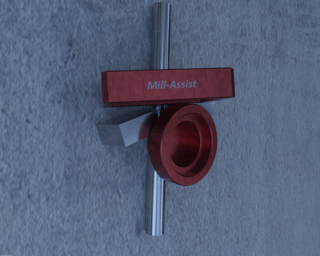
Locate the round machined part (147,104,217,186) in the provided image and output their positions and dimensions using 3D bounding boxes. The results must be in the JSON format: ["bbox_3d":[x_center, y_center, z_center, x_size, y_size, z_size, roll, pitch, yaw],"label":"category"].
[{"bbox_3d":[0.024,0.019,0.381,0.099,0.042,0.097,-4,96,-42],"label":"round machined part"}]

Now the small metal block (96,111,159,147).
[{"bbox_3d":[-0.038,0.000,0.360,0.050,0.050,0.025,-25,106,-38],"label":"small metal block"}]

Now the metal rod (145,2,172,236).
[{"bbox_3d":[-0.002,-0.013,0.407,0.025,0.025,0.298,3,88,-40],"label":"metal rod"}]

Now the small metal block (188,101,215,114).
[{"bbox_3d":[0.040,-0.030,0.426,0.050,0.050,0.025,-2,92,-40],"label":"small metal block"}]

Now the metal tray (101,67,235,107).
[{"bbox_3d":[0.003,-0.042,0.338,0.131,0.090,0.030,-4,92,-11],"label":"metal tray"}]
